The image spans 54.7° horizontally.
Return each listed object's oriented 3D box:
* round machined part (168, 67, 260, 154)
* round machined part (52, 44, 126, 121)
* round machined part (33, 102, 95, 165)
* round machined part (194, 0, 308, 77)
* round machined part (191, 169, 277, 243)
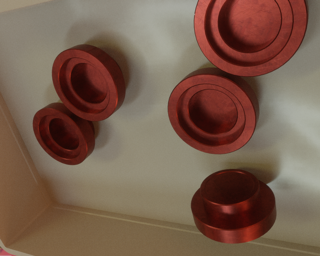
[{"bbox_3d":[0.062,-0.022,0.351,0.098,0.042,0.097,13,124,20],"label":"round machined part"},{"bbox_3d":[-0.087,-0.061,0.404,0.098,0.042,0.097,13,124,20],"label":"round machined part"},{"bbox_3d":[-0.140,0.005,0.472,0.098,0.042,0.097,13,124,20],"label":"round machined part"},{"bbox_3d":[0.085,-0.101,0.290,0.098,0.042,0.097,13,124,20],"label":"round machined part"},{"bbox_3d":[0.085,0.085,0.368,0.098,0.098,0.042,-1,118,28],"label":"round machined part"}]
